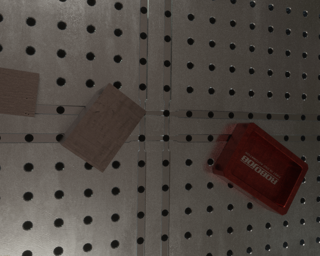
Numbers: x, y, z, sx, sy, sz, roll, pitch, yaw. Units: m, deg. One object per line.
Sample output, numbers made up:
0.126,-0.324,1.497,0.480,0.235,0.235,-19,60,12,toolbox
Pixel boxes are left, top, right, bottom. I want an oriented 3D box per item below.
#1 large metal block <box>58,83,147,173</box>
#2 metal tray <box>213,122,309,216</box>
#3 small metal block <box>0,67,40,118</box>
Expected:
-0.070,-0.001,0.358,0.050,0.080,0.080,38,78,-17,large metal block
0.155,0.062,0.468,0.130,0.030,0.090,34,79,-17,metal tray
-0.166,-0.040,0.351,0.050,0.025,0.050,7,88,-20,small metal block
